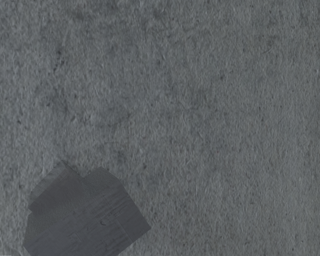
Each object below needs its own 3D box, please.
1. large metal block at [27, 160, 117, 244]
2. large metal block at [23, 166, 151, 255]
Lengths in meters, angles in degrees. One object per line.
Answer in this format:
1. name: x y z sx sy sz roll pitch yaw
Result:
1. large metal block: -0.095 0.084 0.345 0.080 0.080 0.050 45 76 -15
2. large metal block: -0.065 0.082 0.271 0.080 0.080 0.050 -34 102 -17
